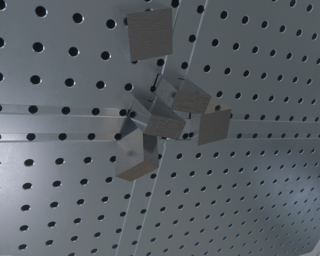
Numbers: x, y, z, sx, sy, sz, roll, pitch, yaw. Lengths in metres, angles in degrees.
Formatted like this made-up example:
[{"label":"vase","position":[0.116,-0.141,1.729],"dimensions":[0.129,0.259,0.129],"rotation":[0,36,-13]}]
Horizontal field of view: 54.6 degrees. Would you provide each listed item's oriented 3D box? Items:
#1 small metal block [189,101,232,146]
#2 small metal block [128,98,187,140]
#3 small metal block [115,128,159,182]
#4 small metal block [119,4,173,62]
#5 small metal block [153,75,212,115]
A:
[{"label":"small metal block","position":[0.071,-0.007,0.445],"dimensions":[0.050,0.025,0.050],"rotation":[-12,124,-22]},{"label":"small metal block","position":[-0.004,-0.011,0.385],"dimensions":[0.050,0.050,0.025],"rotation":[11,110,-33]},{"label":"small metal block","position":[-0.029,0.033,0.387],"dimensions":[0.050,0.050,0.025],"rotation":[-31,137,33]},{"label":"small metal block","position":[-0.015,-0.104,0.338],"dimensions":[0.050,0.025,0.050],"rotation":[-16,125,-20]},{"label":"small metal block","position":[0.026,-0.041,0.383],"dimensions":[0.050,0.050,0.025],"rotation":[6,115,-31]}]
